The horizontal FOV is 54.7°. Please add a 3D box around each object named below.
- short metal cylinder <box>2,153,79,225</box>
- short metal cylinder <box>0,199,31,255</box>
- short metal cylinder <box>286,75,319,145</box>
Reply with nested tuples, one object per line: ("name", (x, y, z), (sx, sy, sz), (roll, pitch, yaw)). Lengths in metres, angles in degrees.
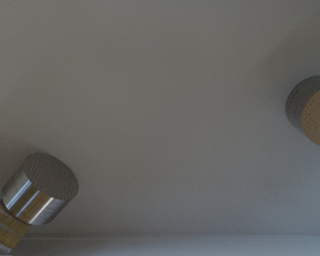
("short metal cylinder", (-0.156, 0.079, 0.410), (0.080, 0.080, 0.050), (40, 105, -13))
("short metal cylinder", (-0.206, 0.125, 0.426), (0.050, 0.080, 0.080), (40, 105, -13))
("short metal cylinder", (0.209, -0.023, 0.391), (0.081, 0.050, 0.079), (0, 110, 0))
